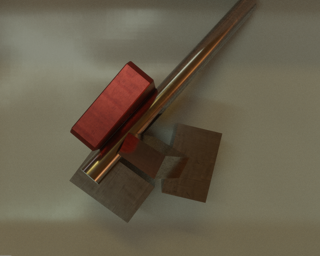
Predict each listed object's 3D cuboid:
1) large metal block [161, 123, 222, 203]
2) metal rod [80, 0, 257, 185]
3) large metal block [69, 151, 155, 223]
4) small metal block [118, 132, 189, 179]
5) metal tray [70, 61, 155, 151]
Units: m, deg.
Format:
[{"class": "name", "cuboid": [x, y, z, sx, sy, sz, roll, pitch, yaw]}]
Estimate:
[{"class": "large metal block", "cuboid": [0.035, 0.039, 0.384, 0.050, 0.080, 0.080, 14, 90, 0]}, {"class": "metal rod", "cuboid": [0.022, -0.057, 0.365, 0.025, 0.025, 0.301, 42, 72, 0]}, {"class": "large metal block", "cuboid": [-0.053, 0.062, 0.383, 0.080, 0.080, 0.050, 36, 90, -1]}, {"class": "small metal block", "cuboid": [-0.006, 0.029, 0.323, 0.050, 0.050, 0.025, 30, 99, 31]}, {"class": "metal tray", "cuboid": [-0.045, -0.022, 0.357, 0.030, 0.130, 0.090, 40, 91, 0]}]
